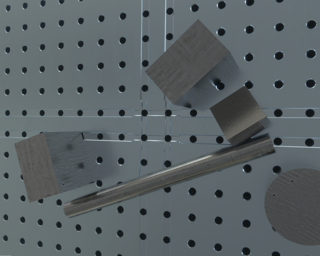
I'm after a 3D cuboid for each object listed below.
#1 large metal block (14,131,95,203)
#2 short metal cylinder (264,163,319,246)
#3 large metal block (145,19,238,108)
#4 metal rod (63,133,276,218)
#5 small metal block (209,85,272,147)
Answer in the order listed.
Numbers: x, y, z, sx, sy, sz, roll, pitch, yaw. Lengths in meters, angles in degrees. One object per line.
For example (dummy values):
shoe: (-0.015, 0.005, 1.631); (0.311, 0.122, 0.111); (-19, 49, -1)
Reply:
large metal block: (-0.144, 0.050, 0.433); (0.050, 0.080, 0.080); (-19, 84, 19)
short metal cylinder: (0.159, 0.081, 0.343); (0.080, 0.050, 0.079); (0, 90, 19)
large metal block: (0.041, -0.070, 0.368); (0.080, 0.080, 0.050); (-43, 77, 15)
metal rod: (-0.001, 0.069, 0.412); (0.300, 0.025, 0.025); (-21, 83, 18)
small metal block: (0.095, -0.014, 0.369); (0.050, 0.025, 0.050); (-34, 54, 16)
